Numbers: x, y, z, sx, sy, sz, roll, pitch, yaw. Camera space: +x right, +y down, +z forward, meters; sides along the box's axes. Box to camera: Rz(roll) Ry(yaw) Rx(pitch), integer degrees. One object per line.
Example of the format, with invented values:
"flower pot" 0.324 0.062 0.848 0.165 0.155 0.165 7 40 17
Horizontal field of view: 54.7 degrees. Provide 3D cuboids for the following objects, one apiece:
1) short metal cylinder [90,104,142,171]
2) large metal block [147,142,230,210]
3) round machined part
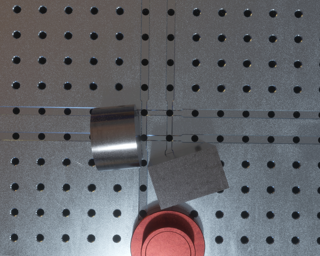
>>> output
"short metal cylinder" -0.052 0.012 0.385 0.050 0.080 0.080 -5 90 0
"large metal block" 0.032 0.055 0.386 0.080 0.080 0.050 -18 90 0
"round machined part" 0.010 0.156 0.405 0.099 0.042 0.097 0 90 0
